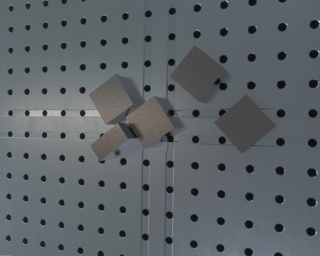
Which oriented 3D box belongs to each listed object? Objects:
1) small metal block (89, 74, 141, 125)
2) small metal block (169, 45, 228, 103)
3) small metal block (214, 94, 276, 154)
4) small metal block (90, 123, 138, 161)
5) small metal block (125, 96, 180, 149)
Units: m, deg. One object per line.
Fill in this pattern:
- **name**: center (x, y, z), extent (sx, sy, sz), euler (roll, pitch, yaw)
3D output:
- **small metal block**: center (-0.063, -0.039, 0.436), extent (0.050, 0.025, 0.050), euler (-34, 79, 17)
- **small metal block**: center (0.050, -0.068, 0.395), extent (0.050, 0.025, 0.050), euler (43, 103, 15)
- **small metal block**: center (0.103, -0.004, 0.376), extent (0.050, 0.025, 0.050), euler (-43, 77, 15)
- **small metal block**: center (-0.057, 0.018, 0.420), extent (0.050, 0.050, 0.025), euler (-38, 78, 16)
- **small metal block**: center (-0.010, -0.007, 0.416), extent (0.050, 0.025, 0.050), euler (-35, 79, 16)
